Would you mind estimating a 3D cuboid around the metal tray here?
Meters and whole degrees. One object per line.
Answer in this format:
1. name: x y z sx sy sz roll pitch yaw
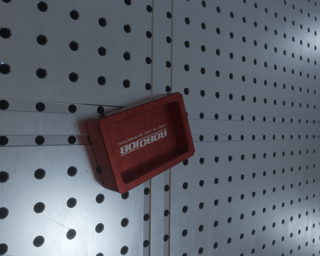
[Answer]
1. metal tray: -0.018 0.014 0.389 0.131 0.030 0.090 -23 105 -37
